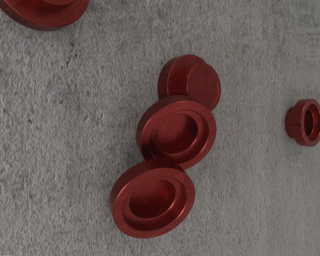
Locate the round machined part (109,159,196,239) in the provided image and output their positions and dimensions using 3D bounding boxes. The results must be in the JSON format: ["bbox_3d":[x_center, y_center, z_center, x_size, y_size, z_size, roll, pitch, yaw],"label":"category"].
[{"bbox_3d":[-0.011,0.078,0.366,0.099,0.042,0.097,-9,118,-18],"label":"round machined part"}]

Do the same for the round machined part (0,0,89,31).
[{"bbox_3d":[-0.111,-0.148,0.300,0.099,0.042,0.097,0,90,-40],"label":"round machined part"}]

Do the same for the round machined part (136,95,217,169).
[{"bbox_3d":[0.018,0.004,0.389,0.099,0.042,0.097,-9,119,-16],"label":"round machined part"}]

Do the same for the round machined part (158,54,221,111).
[{"bbox_3d":[0.048,-0.054,0.433,0.099,0.042,0.097,0,90,-40],"label":"round machined part"}]

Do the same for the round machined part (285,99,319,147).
[{"bbox_3d":[0.295,-0.011,0.641,0.099,0.042,0.097,0,90,-40],"label":"round machined part"}]
